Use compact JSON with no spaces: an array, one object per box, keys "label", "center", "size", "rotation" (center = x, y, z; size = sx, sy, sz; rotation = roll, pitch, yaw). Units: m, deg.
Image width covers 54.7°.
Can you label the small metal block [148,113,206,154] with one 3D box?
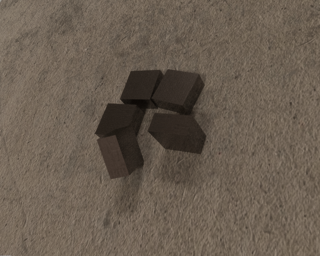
[{"label":"small metal block","center":[0.022,0.007,0.371],"size":[0.050,0.050,0.025],"rotation":[6,65,30]}]

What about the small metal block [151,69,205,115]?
[{"label":"small metal block","center":[0.025,-0.049,0.420],"size":[0.050,0.025,0.050],"rotation":[16,70,34]}]

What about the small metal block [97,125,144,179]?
[{"label":"small metal block","center":[-0.047,0.028,0.380],"size":[0.025,0.050,0.050],"rotation":[-15,99,20]}]

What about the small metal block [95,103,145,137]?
[{"label":"small metal block","center":[-0.056,-0.006,0.435],"size":[0.050,0.025,0.050],"rotation":[5,64,30]}]

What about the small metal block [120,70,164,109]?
[{"label":"small metal block","center":[-0.023,-0.056,0.449],"size":[0.050,0.025,0.050],"rotation":[3,63,29]}]
